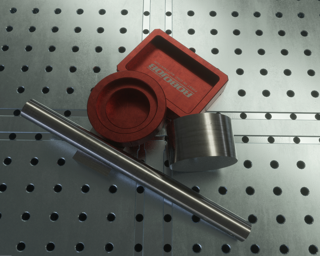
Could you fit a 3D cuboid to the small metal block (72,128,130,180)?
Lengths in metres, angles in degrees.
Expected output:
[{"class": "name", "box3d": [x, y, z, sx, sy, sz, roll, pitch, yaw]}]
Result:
[{"class": "small metal block", "box3d": [-0.075, 0.032, 0.399, 0.050, 0.025, 0.050, 27, 72, 9]}]

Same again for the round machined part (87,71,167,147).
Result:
[{"class": "round machined part", "box3d": [-0.041, -0.022, 0.402, 0.099, 0.042, 0.098, 0, 70, 1]}]

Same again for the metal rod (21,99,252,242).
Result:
[{"class": "metal rod", "box3d": [-0.029, 0.050, 0.371, 0.301, 0.025, 0.025, 30, 72, 1]}]

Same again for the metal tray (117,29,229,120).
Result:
[{"class": "metal tray", "box3d": [0.017, -0.070, 0.434, 0.130, 0.030, 0.090, 38, 74, 12]}]

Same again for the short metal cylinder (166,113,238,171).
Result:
[{"class": "short metal cylinder", "box3d": [0.049, 0.020, 0.374, 0.081, 0.080, 0.050, -4, 70, -2]}]
